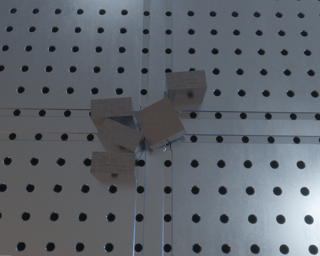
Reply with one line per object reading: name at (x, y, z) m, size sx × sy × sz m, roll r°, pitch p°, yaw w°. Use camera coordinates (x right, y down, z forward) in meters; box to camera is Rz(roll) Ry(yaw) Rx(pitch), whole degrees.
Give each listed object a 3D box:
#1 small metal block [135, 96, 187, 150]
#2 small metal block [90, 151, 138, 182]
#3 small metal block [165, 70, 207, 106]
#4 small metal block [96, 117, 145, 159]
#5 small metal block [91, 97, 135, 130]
small metal block at (0.001, -0.006, 0.408) m, size 0.050 × 0.025 × 0.050 m, roll -27°, pitch 72°, yaw 3°
small metal block at (-0.054, 0.048, 0.380) m, size 0.050 × 0.050 × 0.025 m, roll 2°, pitch 70°, yaw 0°
small metal block at (0.034, -0.053, 0.418) m, size 0.050 × 0.050 × 0.025 m, roll -5°, pitch 70°, yaw -2°
small metal block at (-0.048, 0.016, 0.392) m, size 0.050 × 0.050 × 0.025 m, roll 23°, pitch 72°, yaw 8°
small metal block at (-0.060, -0.017, 0.404) m, size 0.050 × 0.050 × 0.025 m, roll -4°, pitch 70°, yaw -2°
